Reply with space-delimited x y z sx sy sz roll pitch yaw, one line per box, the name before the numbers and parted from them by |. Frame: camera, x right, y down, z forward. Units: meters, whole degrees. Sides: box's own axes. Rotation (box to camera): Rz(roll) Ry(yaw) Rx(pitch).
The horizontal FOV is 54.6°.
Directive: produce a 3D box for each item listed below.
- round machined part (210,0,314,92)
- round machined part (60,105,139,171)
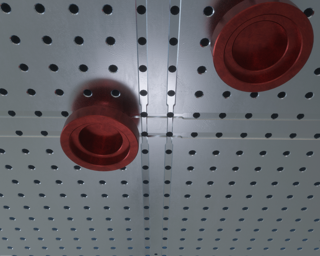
round machined part | 0.102 -0.089 0.325 0.099 0.042 0.097 0 130 0
round machined part | -0.076 0.009 0.407 0.099 0.042 0.097 0 130 0
